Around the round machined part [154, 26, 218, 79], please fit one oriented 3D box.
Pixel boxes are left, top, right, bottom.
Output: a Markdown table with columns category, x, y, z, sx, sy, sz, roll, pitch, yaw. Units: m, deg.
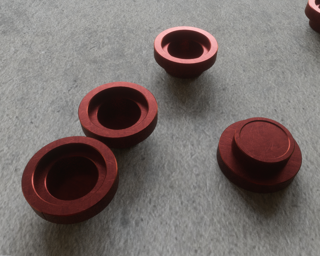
| category | x | y | z | sx | sy | sz | roll | pitch | yaw |
| --- | --- | --- | --- | --- | --- | --- | --- | --- | --- |
| round machined part | 0.040 | -0.116 | 0.490 | 0.099 | 0.042 | 0.098 | 0 | 50 | 0 |

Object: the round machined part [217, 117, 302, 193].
| category | x | y | z | sx | sy | sz | roll | pitch | yaw |
| --- | --- | --- | --- | --- | --- | --- | --- | --- | --- |
| round machined part | 0.121 | 0.025 | 0.373 | 0.099 | 0.042 | 0.098 | 0 | 50 | 0 |

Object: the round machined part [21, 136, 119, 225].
| category | x | y | z | sx | sy | sz | roll | pitch | yaw |
| --- | --- | --- | --- | --- | --- | --- | --- | --- | --- |
| round machined part | -0.094 | 0.060 | 0.341 | 0.099 | 0.042 | 0.098 | 0 | 50 | 0 |

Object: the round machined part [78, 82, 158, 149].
| category | x | y | z | sx | sy | sz | roll | pitch | yaw |
| --- | --- | --- | --- | --- | --- | --- | --- | --- | --- |
| round machined part | -0.052 | -0.012 | 0.402 | 0.099 | 0.042 | 0.098 | 0 | 50 | 0 |

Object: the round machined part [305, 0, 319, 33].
| category | x | y | z | sx | sy | sz | roll | pitch | yaw |
| --- | --- | --- | --- | --- | --- | --- | --- | --- | --- |
| round machined part | 0.317 | -0.206 | 0.570 | 0.099 | 0.042 | 0.098 | 0 | 50 | 0 |
